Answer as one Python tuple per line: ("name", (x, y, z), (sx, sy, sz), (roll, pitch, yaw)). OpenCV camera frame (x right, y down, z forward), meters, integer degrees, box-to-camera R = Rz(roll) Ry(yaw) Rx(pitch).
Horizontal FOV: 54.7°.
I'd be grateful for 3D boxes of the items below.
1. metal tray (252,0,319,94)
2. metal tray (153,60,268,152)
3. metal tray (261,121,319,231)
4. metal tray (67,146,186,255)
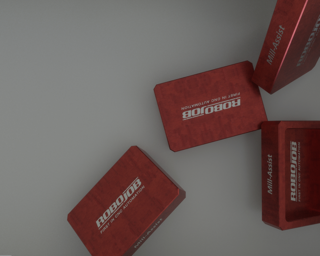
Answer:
("metal tray", (0.159, -0.108, 0.349), (0.091, 0.129, 0.030), (-29, 57, -23))
("metal tray", (0.065, -0.028, 0.409), (0.131, 0.030, 0.090), (-15, 90, 0))
("metal tray", (0.174, 0.055, 0.392), (0.091, 0.030, 0.129), (-1, 90, -24))
("metal tray", (-0.043, 0.098, 0.389), (0.130, 0.030, 0.090), (-47, 62, 0))
